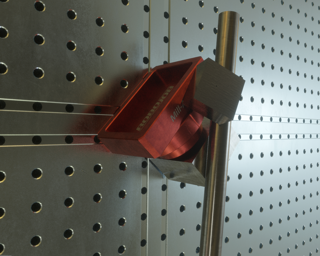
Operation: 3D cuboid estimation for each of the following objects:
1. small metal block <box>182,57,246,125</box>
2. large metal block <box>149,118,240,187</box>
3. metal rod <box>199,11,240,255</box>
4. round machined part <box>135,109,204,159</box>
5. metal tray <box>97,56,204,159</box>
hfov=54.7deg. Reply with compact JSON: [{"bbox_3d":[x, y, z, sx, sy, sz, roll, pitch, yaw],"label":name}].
[{"bbox_3d":[0.058,-0.039,0.332,0.050,0.025,0.050,27,70,-17],"label":"small metal block"},{"bbox_3d":[0.045,0.027,0.410,0.050,0.080,0.080,51,60,-29],"label":"large metal block"},{"bbox_3d":[0.070,0.011,0.366,0.025,0.025,0.298,9,84,-40],"label":"metal rod"},{"bbox_3d":[0.012,-0.001,0.379,0.042,0.098,0.098,50,60,-29],"label":"round machined part"},{"bbox_3d":[-0.005,-0.026,0.364,0.030,0.090,0.130,51,60,-28],"label":"metal tray"}]
